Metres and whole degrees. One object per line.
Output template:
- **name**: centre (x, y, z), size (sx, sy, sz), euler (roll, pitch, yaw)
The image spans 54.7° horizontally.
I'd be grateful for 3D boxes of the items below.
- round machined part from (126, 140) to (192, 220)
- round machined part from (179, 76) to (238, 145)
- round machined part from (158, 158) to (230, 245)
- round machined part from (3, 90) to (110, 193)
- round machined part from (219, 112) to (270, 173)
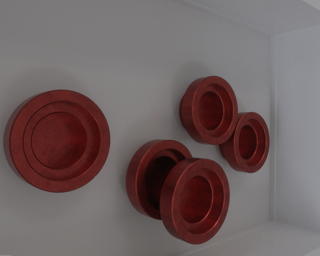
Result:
- **round machined part**: centre (-0.003, 0.063, 0.393), size (0.099, 0.042, 0.097), euler (0, 90, -40)
- **round machined part**: centre (0.067, -0.025, 0.451), size (0.099, 0.042, 0.097), euler (0, 90, -40)
- **round machined part**: centre (0.036, 0.084, 0.371), size (0.099, 0.042, 0.097), euler (-1, 91, -40)
- **round machined part**: centre (-0.103, 0.012, 0.309), size (0.099, 0.042, 0.097), euler (0, 90, -40)
- **round machined part**: centre (0.135, 0.023, 0.508), size (0.099, 0.042, 0.097), euler (0, 90, -40)
